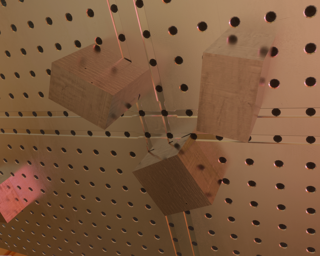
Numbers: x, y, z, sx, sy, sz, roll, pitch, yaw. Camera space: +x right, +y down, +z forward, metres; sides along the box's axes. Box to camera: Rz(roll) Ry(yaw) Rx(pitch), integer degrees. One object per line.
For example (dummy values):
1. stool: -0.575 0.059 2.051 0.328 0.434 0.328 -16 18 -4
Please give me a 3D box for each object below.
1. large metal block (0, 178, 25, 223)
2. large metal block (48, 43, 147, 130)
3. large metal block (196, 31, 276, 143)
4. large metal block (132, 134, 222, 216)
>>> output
1. large metal block: -0.358 0.157 0.676 0.080 0.050 0.080 -4 117 30
2. large metal block: -0.075 -0.054 0.380 0.080 0.080 0.050 29 128 9
3. large metal block: 0.076 -0.044 0.308 0.050 0.080 0.079 14 124 20
4. large metal block: 0.024 0.066 0.422 0.080 0.050 0.080 -26 105 36
